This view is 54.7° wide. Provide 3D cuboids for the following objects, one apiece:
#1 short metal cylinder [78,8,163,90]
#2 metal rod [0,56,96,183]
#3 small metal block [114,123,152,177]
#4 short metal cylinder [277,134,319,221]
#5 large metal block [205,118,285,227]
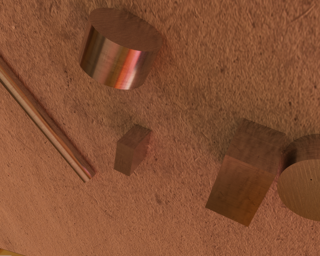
[{"bbox_3d":[-0.044,-0.088,0.340,0.080,0.080,0.050,34,129,5],"label":"short metal cylinder"},{"bbox_3d":[-0.206,-0.034,0.493,0.025,0.025,0.299,-29,103,37],"label":"metal rod"},{"bbox_3d":[-0.038,0.030,0.429,0.025,0.050,0.050,23,127,14],"label":"small metal block"},{"bbox_3d":[0.172,0.053,0.333,0.080,0.050,0.079,13,124,21],"label":"short metal cylinder"},{"bbox_3d":[0.096,0.048,0.350,0.050,0.080,0.079,23,127,15],"label":"large metal block"}]
